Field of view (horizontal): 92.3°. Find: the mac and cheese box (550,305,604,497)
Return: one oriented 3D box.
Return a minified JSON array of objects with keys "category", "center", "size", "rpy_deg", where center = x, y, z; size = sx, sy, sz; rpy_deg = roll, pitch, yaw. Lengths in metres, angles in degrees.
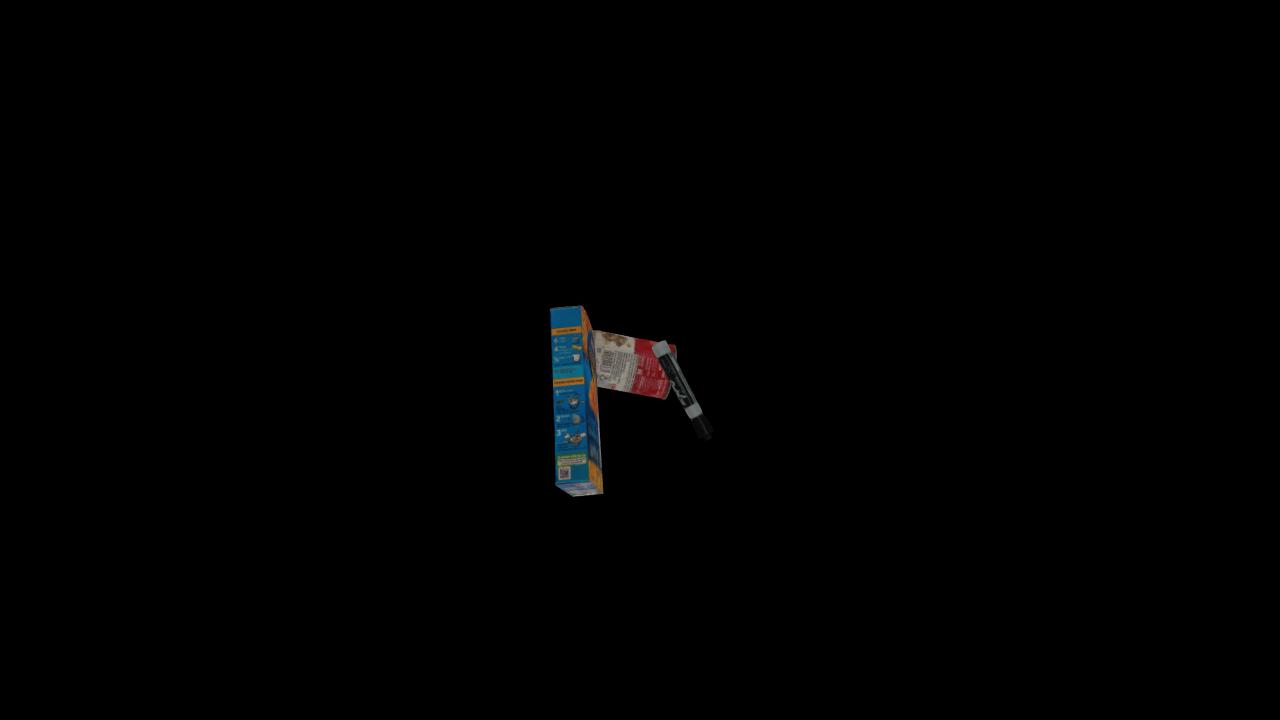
[{"category":"mac and cheese box","center":[-0.066,0.045,0.646],"size":[0.041,0.184,0.093],"rpy_deg":[-6,-20,4]}]

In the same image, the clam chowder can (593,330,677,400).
[{"category":"clam chowder can","center":[-0.014,0.006,0.732],"size":[0.102,0.068,0.068],"rpy_deg":[10,-1,-7]}]

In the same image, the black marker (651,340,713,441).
[{"category":"black marker","center":[0.048,0.035,0.689],"size":[0.020,0.121,0.020],"rpy_deg":[-27,-6,-3]}]
